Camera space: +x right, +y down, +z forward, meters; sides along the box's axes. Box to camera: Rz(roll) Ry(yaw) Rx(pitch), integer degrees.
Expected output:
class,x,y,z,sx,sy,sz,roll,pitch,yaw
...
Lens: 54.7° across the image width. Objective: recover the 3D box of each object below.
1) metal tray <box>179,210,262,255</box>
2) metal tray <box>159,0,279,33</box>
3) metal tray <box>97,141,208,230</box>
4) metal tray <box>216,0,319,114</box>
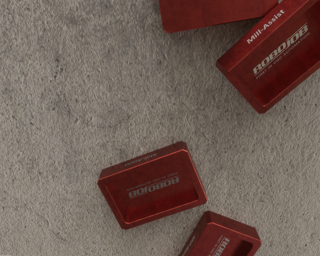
class,x,y,z,sx,sy,sz,roll,pitch,yaw
metal tray,0.084,0.200,0.481,0.090,0.030,0.129,23,108,-8
metal tray,0.061,-0.163,0.347,0.131,0.030,0.089,-9,110,3
metal tray,-0.010,0.082,0.437,0.130,0.030,0.090,-21,109,7
metal tray,0.141,-0.087,0.358,0.130,0.030,0.090,-42,128,14
